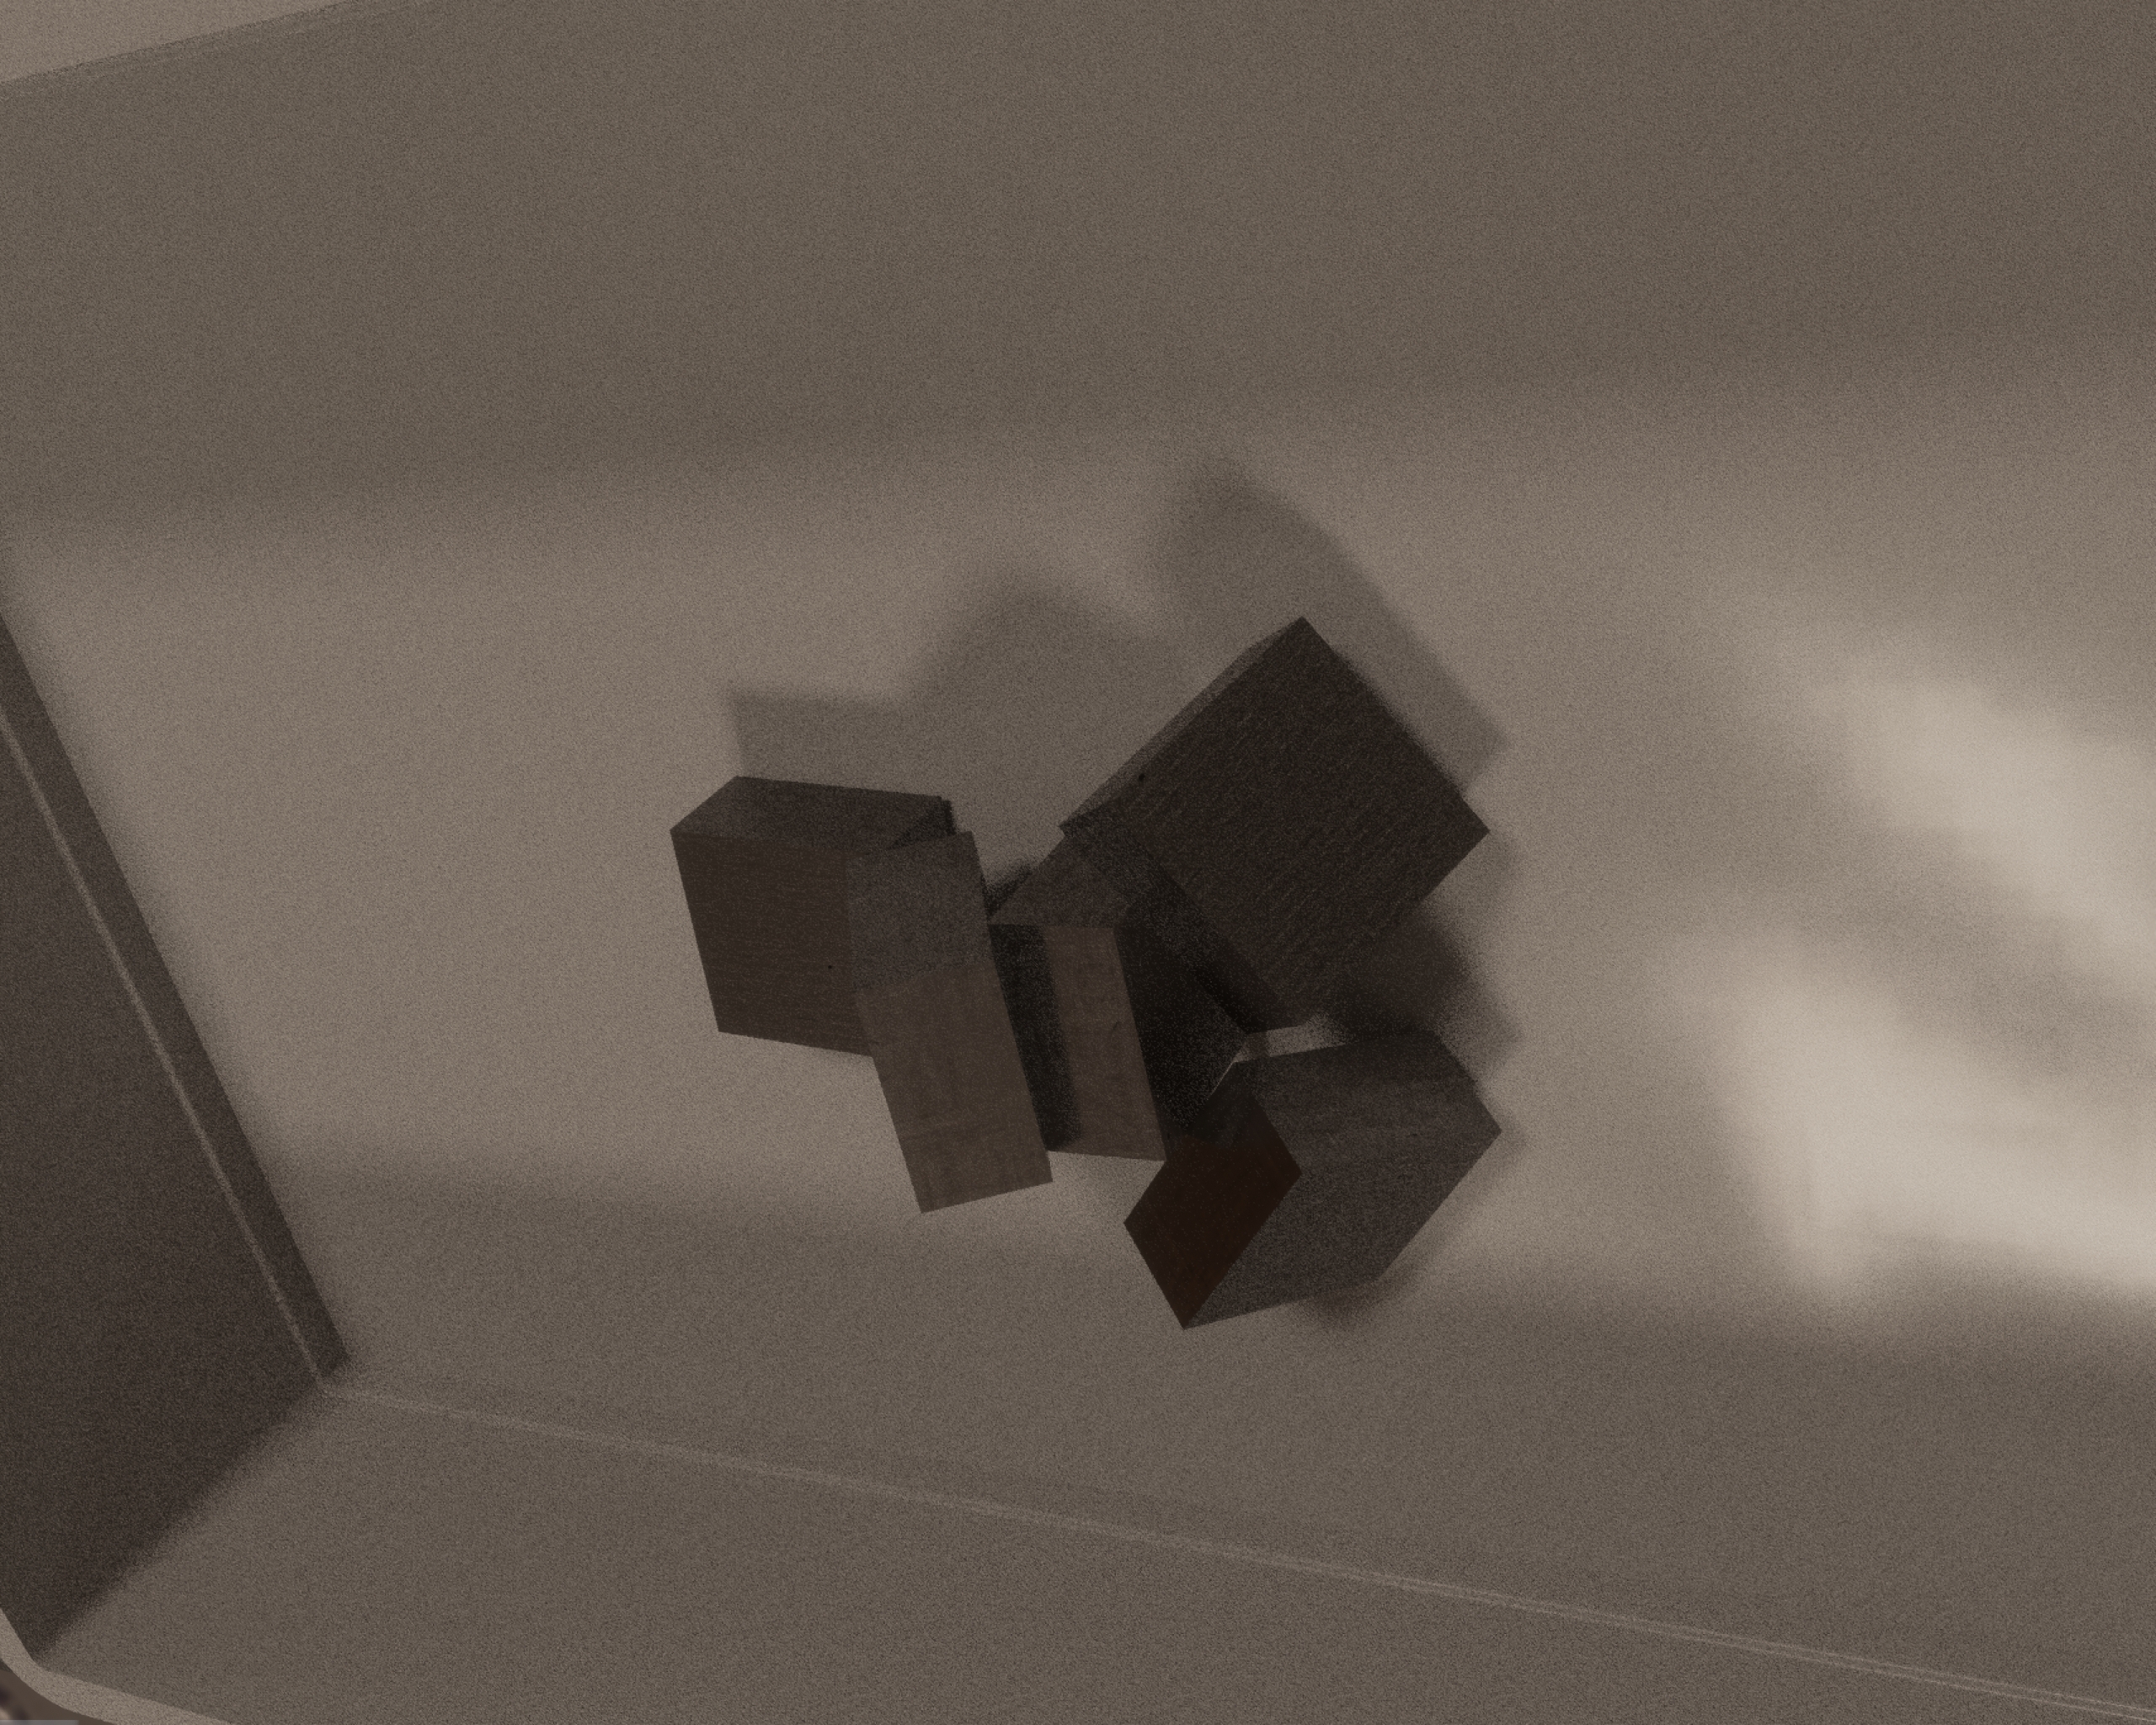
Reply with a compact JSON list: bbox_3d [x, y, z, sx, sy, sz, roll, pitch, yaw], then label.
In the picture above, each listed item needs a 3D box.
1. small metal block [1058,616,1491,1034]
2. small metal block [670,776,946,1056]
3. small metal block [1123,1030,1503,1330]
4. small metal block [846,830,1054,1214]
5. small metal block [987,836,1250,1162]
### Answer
[{"bbox_3d":[0.034,-0.006,0.364,0.050,0.050,0.025,48,161,-6],"label":"small metal block"},{"bbox_3d":[-0.053,0.012,0.438,0.050,0.025,0.050,6,121,24],"label":"small metal block"},{"bbox_3d":[0.044,0.061,0.400,0.025,0.050,0.050,58,136,32],"label":"small metal block"},{"bbox_3d":[-0.025,0.029,0.397,0.025,0.050,0.050,-14,119,-1],"label":"small metal block"},{"bbox_3d":[0.010,0.021,0.397,0.025,0.050,0.050,1,119,27],"label":"small metal block"}]
